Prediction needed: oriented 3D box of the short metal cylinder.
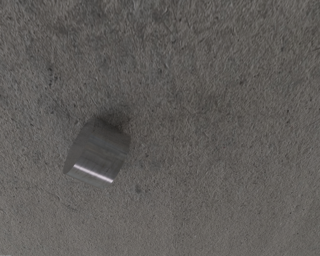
[{"bbox_3d":[-0.081,0.032,0.397,0.050,0.080,0.080,29,124,-23],"label":"short metal cylinder"}]
